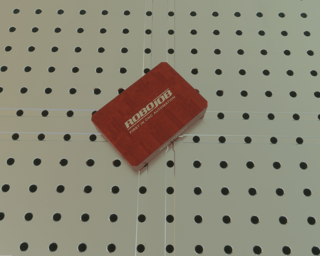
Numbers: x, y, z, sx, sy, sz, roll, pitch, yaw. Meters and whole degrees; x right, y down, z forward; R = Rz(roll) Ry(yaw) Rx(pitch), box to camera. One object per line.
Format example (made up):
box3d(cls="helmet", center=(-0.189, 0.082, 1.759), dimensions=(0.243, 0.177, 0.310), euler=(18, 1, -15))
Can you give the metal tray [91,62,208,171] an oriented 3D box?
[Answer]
box3d(cls="metal tray", center=(-0.013, -0.018, 0.416), dimensions=(0.130, 0.030, 0.090), euler=(-40, 75, -13))
